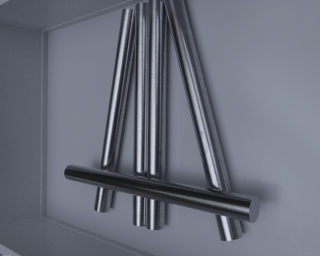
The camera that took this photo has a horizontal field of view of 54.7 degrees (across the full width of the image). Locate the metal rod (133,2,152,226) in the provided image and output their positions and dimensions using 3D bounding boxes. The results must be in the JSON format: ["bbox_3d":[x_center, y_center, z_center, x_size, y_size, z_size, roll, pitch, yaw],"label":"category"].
[{"bbox_3d":[-0.023,-0.018,0.425,0.025,0.025,0.298,1,91,40],"label":"metal rod"}]

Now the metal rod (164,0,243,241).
[{"bbox_3d":[0.048,-0.023,0.366,0.025,0.025,0.299,-20,77,38],"label":"metal rod"}]

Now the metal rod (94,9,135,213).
[{"bbox_3d":[-0.065,-0.020,0.460,0.025,0.025,0.298,16,100,39],"label":"metal rod"}]

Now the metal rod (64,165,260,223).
[{"bbox_3d":[-0.025,0.074,0.392,0.300,0.025,0.025,2,91,40],"label":"metal rod"}]

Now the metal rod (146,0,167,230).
[{"bbox_3d":[-0.004,-0.018,0.409,0.025,0.025,0.298,1,91,40],"label":"metal rod"}]
